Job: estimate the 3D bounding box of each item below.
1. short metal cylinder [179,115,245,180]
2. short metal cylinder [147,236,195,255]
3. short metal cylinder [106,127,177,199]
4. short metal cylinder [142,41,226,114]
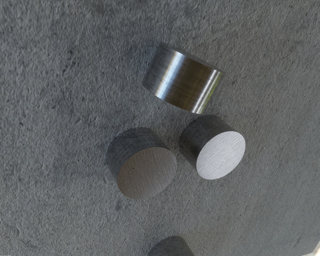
[{"bbox_3d":[0.075,0.027,0.448,0.081,0.050,0.079,-14,124,-21],"label":"short metal cylinder"},{"bbox_3d":[0.022,0.241,0.552,0.081,0.050,0.079,-14,124,-21],"label":"short metal cylinder"},{"bbox_3d":[-0.025,0.046,0.405,0.081,0.050,0.079,-14,124,-21],"label":"short metal cylinder"},{"bbox_3d":[0.026,-0.057,0.350,0.081,0.080,0.050,14,111,-34],"label":"short metal cylinder"}]
